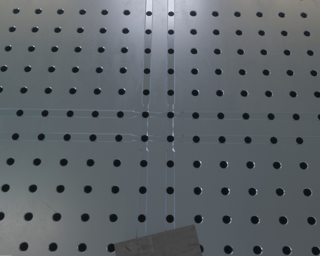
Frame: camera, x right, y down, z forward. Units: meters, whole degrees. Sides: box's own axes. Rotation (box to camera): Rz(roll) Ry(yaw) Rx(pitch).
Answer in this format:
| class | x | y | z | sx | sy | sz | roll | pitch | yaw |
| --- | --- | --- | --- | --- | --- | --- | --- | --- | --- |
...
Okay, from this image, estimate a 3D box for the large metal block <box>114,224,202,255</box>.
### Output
| class | x | y | z | sx | sy | sz | roll | pitch | yaw |
| --- | --- | --- | --- | --- | --- | --- | --- | --- | --- |
| large metal block | 0.000 | 0.140 | 0.332 | 0.080 | 0.080 | 0.050 | -12 | 71 | -4 |
